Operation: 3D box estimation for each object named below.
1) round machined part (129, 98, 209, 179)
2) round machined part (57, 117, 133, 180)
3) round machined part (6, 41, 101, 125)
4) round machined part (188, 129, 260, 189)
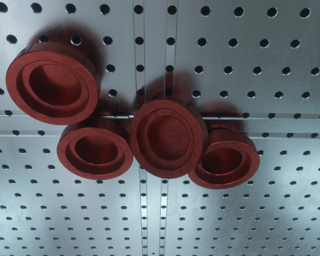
[{"bbox_3d":[0.014,0.011,0.389,0.098,0.042,0.097,4,100,26],"label":"round machined part"},{"bbox_3d":[-0.084,0.023,0.419,0.099,0.042,0.097,-1,130,0],"label":"round machined part"},{"bbox_3d":[-0.117,-0.053,0.353,0.099,0.042,0.097,-1,130,0],"label":"round machined part"},{"bbox_3d":[0.085,0.040,0.434,0.099,0.042,0.097,-2,131,-2],"label":"round machined part"}]
